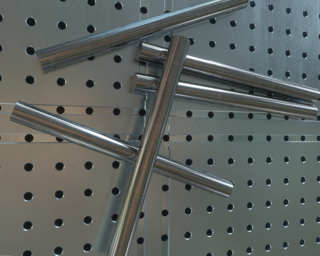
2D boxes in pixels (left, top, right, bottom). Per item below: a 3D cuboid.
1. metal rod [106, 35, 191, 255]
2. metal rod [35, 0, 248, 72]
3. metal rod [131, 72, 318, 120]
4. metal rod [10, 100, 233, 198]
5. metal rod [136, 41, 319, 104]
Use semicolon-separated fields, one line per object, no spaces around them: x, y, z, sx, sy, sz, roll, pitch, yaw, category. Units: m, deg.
-0.015;0.030;0.380;0.025;0.025;0.299;18;84;-20;metal rod
-0.009;-0.134;0.409;0.302;0.025;0.025;-23;98;-19;metal rod
0.107;-0.043;0.453;0.302;0.025;0.025;7;88;-20;metal rod
-0.034;0.035;0.401;0.302;0.025;0.025;23;83;-19;metal rod
0.113;-0.077;0.455;0.302;0.025;0.025;10;87;-20;metal rod
